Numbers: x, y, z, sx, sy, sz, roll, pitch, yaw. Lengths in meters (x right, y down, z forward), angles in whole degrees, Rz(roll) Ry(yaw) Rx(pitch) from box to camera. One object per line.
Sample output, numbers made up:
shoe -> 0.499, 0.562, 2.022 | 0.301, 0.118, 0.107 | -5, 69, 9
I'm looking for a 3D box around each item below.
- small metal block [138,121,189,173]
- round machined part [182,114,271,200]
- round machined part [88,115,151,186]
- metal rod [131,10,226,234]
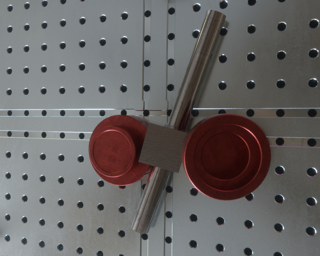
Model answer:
small metal block -> 0.006, 0.022, 0.382 | 0.050, 0.025, 0.050 | 15, 97, 3
round machined part -> 0.075, 0.031, 0.365 | 0.099, 0.042, 0.097 | 0, 95, -4
round machined part -> -0.056, 0.031, 0.423 | 0.098, 0.042, 0.097 | 0, 90, 20
metal rod -> 0.022, -0.003, 0.404 | 0.025, 0.025, 0.298 | 21, 97, 18
